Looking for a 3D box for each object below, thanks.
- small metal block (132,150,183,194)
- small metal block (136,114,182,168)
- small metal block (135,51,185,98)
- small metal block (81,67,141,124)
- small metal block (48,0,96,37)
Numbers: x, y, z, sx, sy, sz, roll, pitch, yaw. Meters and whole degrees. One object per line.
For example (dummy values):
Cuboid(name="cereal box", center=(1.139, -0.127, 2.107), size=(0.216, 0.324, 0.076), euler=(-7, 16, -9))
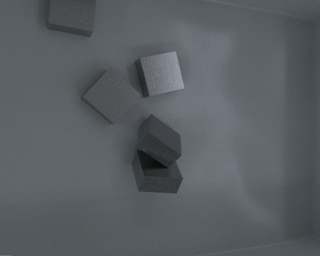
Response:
Cuboid(name="small metal block", center=(-0.005, 0.055, 0.394), size=(0.050, 0.050, 0.025), euler=(8, 120, -20))
Cuboid(name="small metal block", center=(-0.001, 0.016, 0.395), size=(0.050, 0.050, 0.025), euler=(36, 114, -17))
Cuboid(name="small metal block", center=(-0.001, -0.071, 0.411), size=(0.050, 0.025, 0.050), euler=(-16, 96, -20))
Cuboid(name="small metal block", center=(-0.062, -0.040, 0.388), size=(0.050, 0.025, 0.050), euler=(43, 76, -15))
Cuboid(name="small metal block", center=(-0.105, -0.142, 0.372), size=(0.050, 0.025, 0.050), euler=(6, 88, -20))
